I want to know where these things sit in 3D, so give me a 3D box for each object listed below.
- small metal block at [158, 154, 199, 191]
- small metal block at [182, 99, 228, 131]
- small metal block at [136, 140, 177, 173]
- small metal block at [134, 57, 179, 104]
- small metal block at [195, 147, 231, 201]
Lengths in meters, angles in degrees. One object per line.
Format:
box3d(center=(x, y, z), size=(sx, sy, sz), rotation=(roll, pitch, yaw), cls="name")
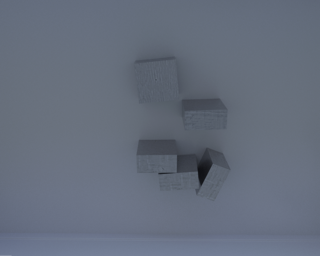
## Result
box3d(center=(0.025, 0.060, 0.419), size=(0.050, 0.050, 0.025), rotation=(-5, 110, 4), cls="small metal block")
box3d(center=(0.055, -0.018, 0.392), size=(0.050, 0.050, 0.025), rotation=(-2, 110, 0), cls="small metal block")
box3d(center=(-0.004, 0.037, 0.411), size=(0.050, 0.050, 0.025), rotation=(0, 110, 0), cls="small metal block")
box3d(center=(-0.004, -0.060, 0.389), size=(0.050, 0.025, 0.050), rotation=(-6, 110, 2), cls="small metal block")
box3d(center=(0.069, 0.062, 0.421), size=(0.025, 0.050, 0.050), rotation=(21, 109, -8), cls="small metal block")
